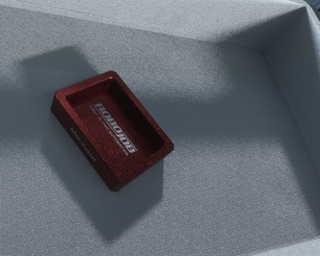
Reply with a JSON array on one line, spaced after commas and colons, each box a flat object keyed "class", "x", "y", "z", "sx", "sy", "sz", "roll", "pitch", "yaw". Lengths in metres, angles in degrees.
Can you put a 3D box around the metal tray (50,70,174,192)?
[{"class": "metal tray", "x": -0.056, "y": -0.001, "z": 0.373, "sx": 0.091, "sy": 0.030, "sz": 0.130, "roll": -32, "pitch": 80, "yaw": -38}]
